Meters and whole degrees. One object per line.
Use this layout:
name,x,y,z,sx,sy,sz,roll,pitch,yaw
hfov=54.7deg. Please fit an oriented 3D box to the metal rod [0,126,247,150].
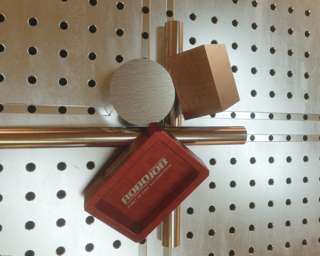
metal rod,-0.036,0.011,0.382,0.302,0.025,0.025,0,90,-13

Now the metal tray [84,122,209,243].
metal tray,-0.017,0.068,0.376,0.090,0.030,0.130,41,98,-22

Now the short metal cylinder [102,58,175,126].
short metal cylinder,-0.028,-0.042,0.388,0.081,0.050,0.079,0,90,-20

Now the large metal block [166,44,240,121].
large metal block,0.059,-0.061,0.400,0.080,0.050,0.080,-27,102,-58

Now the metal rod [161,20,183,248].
metal rod,0.017,0.008,0.419,0.025,0.025,0.298,1,90,-20
